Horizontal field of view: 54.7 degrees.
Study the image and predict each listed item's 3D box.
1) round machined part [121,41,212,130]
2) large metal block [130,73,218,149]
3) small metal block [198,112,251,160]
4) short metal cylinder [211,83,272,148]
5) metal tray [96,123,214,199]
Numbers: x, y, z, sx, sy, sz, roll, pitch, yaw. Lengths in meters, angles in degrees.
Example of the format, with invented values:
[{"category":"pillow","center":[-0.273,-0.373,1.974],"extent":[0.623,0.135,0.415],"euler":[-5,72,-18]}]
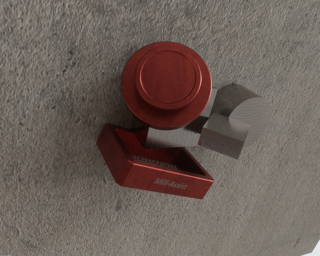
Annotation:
[{"category":"round machined part","center":[0.007,-0.049,0.334],"extent":[0.098,0.098,0.042],"euler":[-32,173,-8]},{"category":"large metal block","center":[0.015,-0.023,0.388],"extent":[0.081,0.050,0.079],"euler":[-2,119,-28]},{"category":"small metal block","center":[0.080,0.008,0.382],"extent":[0.050,0.050,0.025],"euler":[-44,151,-56]},{"category":"short metal cylinder","center":[0.110,-0.018,0.443],"extent":[0.081,0.050,0.079],"euler":[-14,124,-21]},{"category":"metal tray","center":[-0.005,0.042,0.389],"extent":[0.131,0.090,0.030],"euler":[18,109,-35]}]
